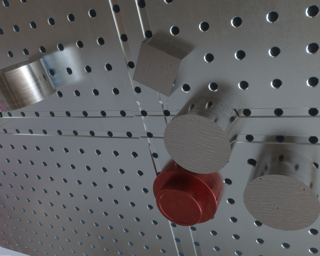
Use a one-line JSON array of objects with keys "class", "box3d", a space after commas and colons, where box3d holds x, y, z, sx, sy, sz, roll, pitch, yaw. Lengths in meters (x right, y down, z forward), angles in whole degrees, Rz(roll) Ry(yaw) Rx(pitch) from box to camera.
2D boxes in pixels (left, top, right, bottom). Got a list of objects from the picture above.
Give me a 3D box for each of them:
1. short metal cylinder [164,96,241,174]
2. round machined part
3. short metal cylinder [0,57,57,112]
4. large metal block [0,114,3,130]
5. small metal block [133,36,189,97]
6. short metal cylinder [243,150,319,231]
[{"class": "short metal cylinder", "box3d": [0.051, 0.008, 0.373, 0.080, 0.050, 0.079, 13, 124, 21]}, {"class": "round machined part", "box3d": [0.034, 0.101, 0.445, 0.098, 0.042, 0.097, 13, 124, 21]}, {"class": "short metal cylinder", "box3d": [-0.197, -0.063, 0.440, 0.080, 0.080, 0.050, -4, 117, 30]}, {"class": "large metal block", "box3d": [-0.346, -0.013, 0.550, 0.080, 0.080, 0.050, 19, 126, 17]}, {"class": "small metal block", "box3d": [0.000, -0.072, 0.366, 0.050, 0.025, 0.050, 27, 128, 11]}, {"class": "short metal cylinder", "box3d": [0.144, 0.072, 0.364, 0.080, 0.050, 0.079, 13, 124, 21]}]
